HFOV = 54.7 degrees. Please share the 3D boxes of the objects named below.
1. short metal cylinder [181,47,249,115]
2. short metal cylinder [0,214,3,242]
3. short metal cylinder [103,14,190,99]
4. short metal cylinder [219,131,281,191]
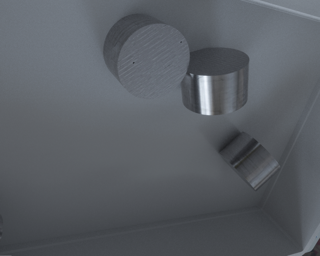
[{"bbox_3d":[0.065,-0.058,0.372,0.081,0.080,0.050,-20,126,-17],"label":"short metal cylinder"},{"bbox_3d":[-0.215,0.126,0.333,0.050,0.080,0.080,32,101,-38],"label":"short metal cylinder"},{"bbox_3d":[-0.015,-0.078,0.336,0.081,0.050,0.079,-14,124,-21],"label":"short metal cylinder"},{"bbox_3d":[0.138,0.051,0.480,0.050,0.080,0.080,-43,129,1],"label":"short metal cylinder"}]
